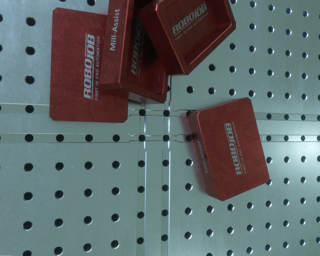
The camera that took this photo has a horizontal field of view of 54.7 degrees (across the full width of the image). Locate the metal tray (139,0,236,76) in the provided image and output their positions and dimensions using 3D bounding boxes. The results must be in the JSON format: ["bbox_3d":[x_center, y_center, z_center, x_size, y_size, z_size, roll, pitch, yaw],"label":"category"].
[{"bbox_3d":[0.042,-0.137,0.395,0.131,0.030,0.090,-46,123,-30],"label":"metal tray"}]

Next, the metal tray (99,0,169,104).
[{"bbox_3d":[-0.024,-0.100,0.372,0.090,0.030,0.129,14,80,-55],"label":"metal tray"}]

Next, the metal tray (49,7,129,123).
[{"bbox_3d":[-0.086,-0.072,0.379,0.091,0.030,0.129,2,90,-20],"label":"metal tray"}]

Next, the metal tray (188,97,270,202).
[{"bbox_3d":[0.101,0.029,0.449,0.091,0.030,0.129,-17,96,-20],"label":"metal tray"}]
